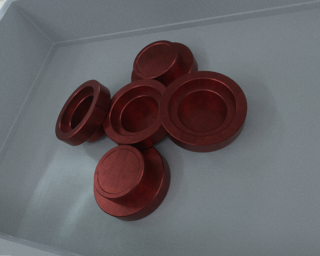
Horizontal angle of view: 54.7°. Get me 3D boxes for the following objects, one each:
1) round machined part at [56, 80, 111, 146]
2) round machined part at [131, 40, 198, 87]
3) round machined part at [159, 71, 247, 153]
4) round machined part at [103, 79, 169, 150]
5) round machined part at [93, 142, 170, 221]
[{"bbox_3d":[-0.103,-0.018,0.448,0.098,0.042,0.098,-28,45,32],"label":"round machined part"},{"bbox_3d":[0.001,-0.087,0.445,0.098,0.042,0.098,-13,56,21],"label":"round machined part"},{"bbox_3d":[0.050,-0.016,0.365,0.098,0.042,0.098,-4,63,8],"label":"round machined part"},{"bbox_3d":[-0.023,-0.014,0.413,0.098,0.042,0.098,-13,56,21],"label":"round machined part"},{"bbox_3d":[-0.041,0.059,0.378,0.098,0.042,0.098,-13,56,21],"label":"round machined part"}]
